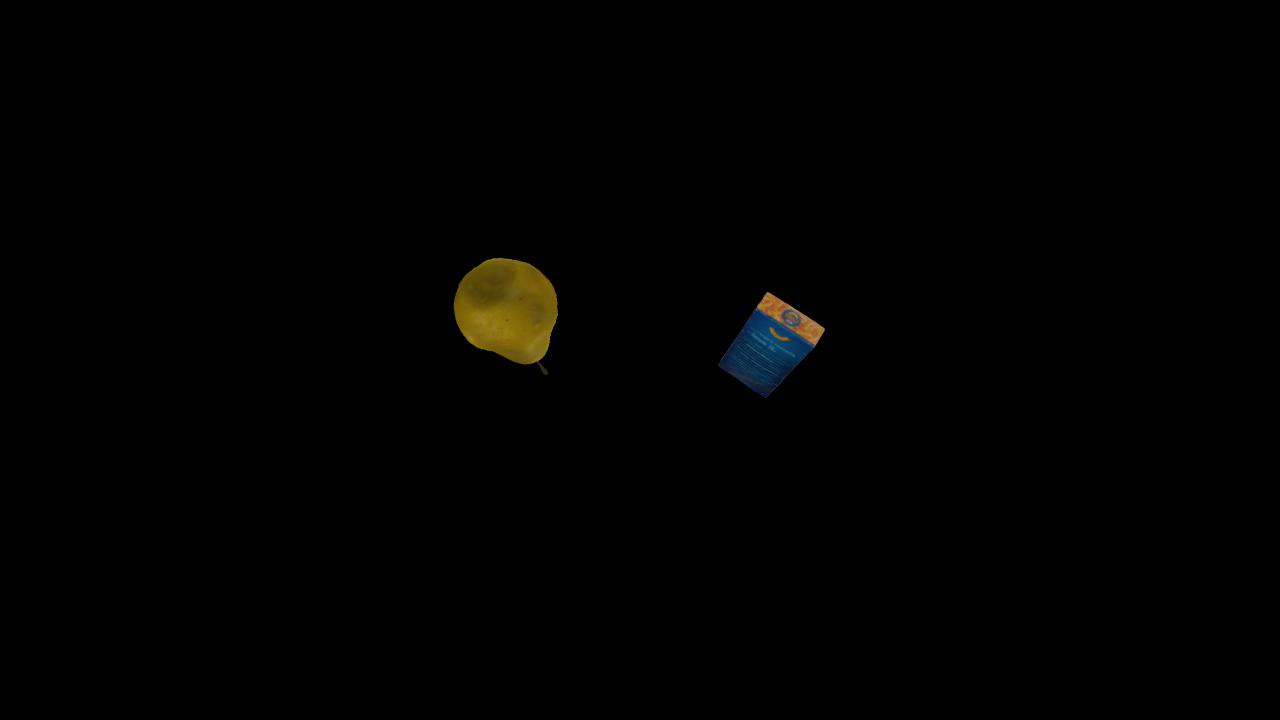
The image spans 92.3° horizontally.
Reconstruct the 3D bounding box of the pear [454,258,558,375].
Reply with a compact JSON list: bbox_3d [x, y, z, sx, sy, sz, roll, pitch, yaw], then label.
[{"bbox_3d":[-0.102,-0.028,0.496,0.080,0.080,0.111,0,-35,5],"label":"pear"}]

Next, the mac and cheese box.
[{"bbox_3d":[0.181,-0.016,0.877,0.093,0.041,0.184,36,-26,6],"label":"mac and cheese box"}]
